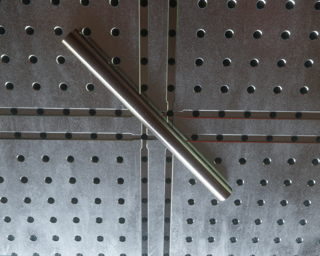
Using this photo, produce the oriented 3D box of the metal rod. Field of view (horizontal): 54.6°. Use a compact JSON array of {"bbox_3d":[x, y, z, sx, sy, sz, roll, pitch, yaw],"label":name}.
[{"bbox_3d":[-0.007,-0.008,0.411,0.025,0.025,0.300,-41,105,13],"label":"metal rod"}]
